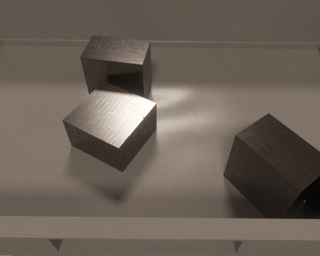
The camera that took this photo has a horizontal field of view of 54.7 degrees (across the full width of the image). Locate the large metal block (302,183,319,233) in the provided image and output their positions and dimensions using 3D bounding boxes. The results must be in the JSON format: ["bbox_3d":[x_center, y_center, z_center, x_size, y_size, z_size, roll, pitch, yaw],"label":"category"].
[{"bbox_3d":[0.198,0.077,0.303,0.080,0.080,0.050,16,61,13],"label":"large metal block"}]

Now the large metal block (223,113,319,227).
[{"bbox_3d":[0.121,0.045,0.333,0.050,0.080,0.080,-30,56,-23],"label":"large metal block"}]

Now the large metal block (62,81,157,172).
[{"bbox_3d":[-0.059,-0.004,0.391,0.080,0.050,0.080,24,54,18],"label":"large metal block"}]

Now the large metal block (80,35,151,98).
[{"bbox_3d":[-0.057,-0.077,0.434,0.080,0.080,0.050,8,51,6],"label":"large metal block"}]
